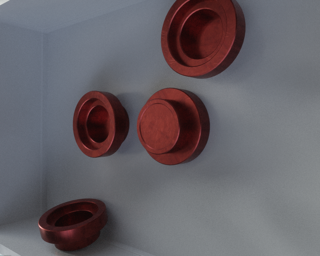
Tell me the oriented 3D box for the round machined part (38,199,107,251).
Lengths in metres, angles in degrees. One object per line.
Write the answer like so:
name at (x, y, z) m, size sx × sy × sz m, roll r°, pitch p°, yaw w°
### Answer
round machined part at (-0.128, 0.148, 0.467) m, size 0.098 × 0.099 × 0.042 m, roll 3°, pitch 106°, yaw 40°

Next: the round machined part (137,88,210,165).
round machined part at (0.009, -0.002, 0.388) m, size 0.098 × 0.042 × 0.097 m, roll 0°, pitch 90°, yaw 40°

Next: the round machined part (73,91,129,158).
round machined part at (-0.084, -0.006, 0.466) m, size 0.098 × 0.042 × 0.097 m, roll 0°, pitch 90°, yaw 40°

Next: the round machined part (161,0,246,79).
round machined part at (0.052, -0.105, 0.353) m, size 0.098 × 0.042 × 0.097 m, roll 0°, pitch 90°, yaw 40°
